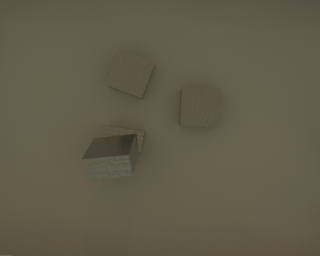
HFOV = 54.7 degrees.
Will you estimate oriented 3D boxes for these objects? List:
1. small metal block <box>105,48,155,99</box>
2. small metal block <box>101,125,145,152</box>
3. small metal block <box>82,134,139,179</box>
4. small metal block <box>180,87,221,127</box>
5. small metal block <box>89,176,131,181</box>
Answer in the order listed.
[{"bbox_3d":[-0.038,-0.071,0.411,0.050,0.025,0.050,20,90,-1],"label":"small metal block"},{"bbox_3d":[-0.046,0.013,0.398,0.050,0.050,0.025,9,90,-1],"label":"small metal block"},{"bbox_3d":[-0.054,0.031,0.349,0.050,0.050,0.025,-6,114,6],"label":"small metal block"},{"bbox_3d":[0.053,-0.027,0.412,0.050,0.025,0.050,3,90,-1],"label":"small metal block"},{"bbox_3d":[-0.062,0.045,0.396,0.050,0.050,0.025,-5,100,0],"label":"small metal block"}]
